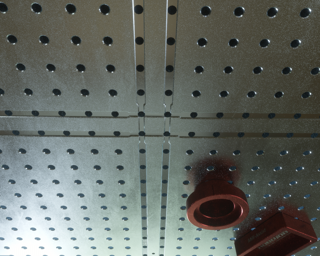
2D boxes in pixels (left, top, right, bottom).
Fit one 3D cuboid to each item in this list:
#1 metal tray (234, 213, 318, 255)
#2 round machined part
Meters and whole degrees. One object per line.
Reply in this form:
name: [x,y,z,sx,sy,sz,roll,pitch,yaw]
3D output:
metal tray: [0.220,0.220,0.599,0.090,0.030,0.129,25,126,-21]
round machined part: [0.091,0.122,0.506,0.099,0.042,0.097,-1,130,0]
